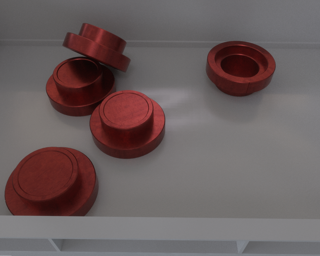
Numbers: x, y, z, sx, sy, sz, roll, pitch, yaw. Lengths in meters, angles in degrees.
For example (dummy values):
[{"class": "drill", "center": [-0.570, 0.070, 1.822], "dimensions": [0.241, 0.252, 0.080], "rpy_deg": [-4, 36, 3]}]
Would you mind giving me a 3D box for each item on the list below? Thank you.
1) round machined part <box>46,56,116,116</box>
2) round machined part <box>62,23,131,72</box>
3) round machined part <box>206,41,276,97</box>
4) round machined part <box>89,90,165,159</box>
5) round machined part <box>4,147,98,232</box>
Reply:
[{"class": "round machined part", "center": [-0.115, -0.066, 0.449], "dimensions": [0.099, 0.042, 0.098], "rpy_deg": [0, 50, 0]}, {"class": "round machined part", "center": [-0.089, -0.121, 0.457], "dimensions": [0.098, 0.098, 0.042], "rpy_deg": [24, 96, 19]}, {"class": "round machined part", "center": [0.118, -0.085, 0.466], "dimensions": [0.099, 0.042, 0.098], "rpy_deg": [0, 50, 0]}, {"class": "round machined part", "center": [-0.042, -0.012, 0.404], "dimensions": [0.099, 0.042, 0.098], "rpy_deg": [0, 50, 0]}, {"class": "round machined part", "center": [-0.121, 0.060, 0.343], "dimensions": [0.099, 0.042, 0.098], "rpy_deg": [0, 50, 0]}]
